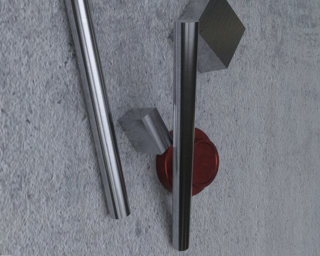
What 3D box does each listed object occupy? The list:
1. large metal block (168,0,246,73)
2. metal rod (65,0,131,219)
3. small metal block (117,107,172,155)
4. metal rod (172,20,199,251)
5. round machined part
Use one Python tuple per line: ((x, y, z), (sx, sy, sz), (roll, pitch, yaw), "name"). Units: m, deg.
((0.071, -0.139, 0.450), (0.080, 0.050, 0.080), (41, 65, -33), "large metal block")
((-0.072, -0.043, 0.345), (0.025, 0.025, 0.298), (-17, 101, -39), "metal rod")
((-0.018, 0.004, 0.376), (0.025, 0.050, 0.050), (-43, 116, -32), "small metal block")
((0.028, 0.029, 0.369), (0.025, 0.025, 0.298), (-23, 123, -38), "metal rod")
((0.045, 0.048, 0.434), (0.099, 0.042, 0.097), (0, 90, -40), "round machined part")
